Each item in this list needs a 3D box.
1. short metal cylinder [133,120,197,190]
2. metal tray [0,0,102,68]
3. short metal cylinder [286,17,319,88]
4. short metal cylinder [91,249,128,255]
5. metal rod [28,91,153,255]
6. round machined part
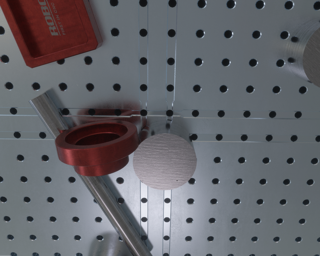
[{"bbox_3d":[0.006,0.035,0.413,0.081,0.050,0.079,0,110,0],"label":"short metal cylinder"},{"bbox_3d":[-0.132,-0.144,0.356,0.090,0.030,0.129,-15,110,5],"label":"metal tray"},{"bbox_3d":[0.200,-0.090,0.368,0.081,0.050,0.079,0,110,0],"label":"short metal cylinder"},{"bbox_3d":[-0.082,0.241,0.488,0.081,0.050,0.079,0,110,0],"label":"short metal cylinder"},{"bbox_3d":[-0.090,0.084,0.443,0.025,0.025,0.299,-25,108,9],"label":"metal rod"},{"bbox_3d":[-0.075,0.026,0.383,0.099,0.098,0.042,-5,109,2],"label":"round machined part"}]
